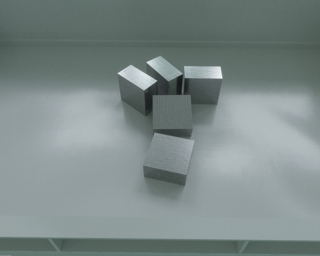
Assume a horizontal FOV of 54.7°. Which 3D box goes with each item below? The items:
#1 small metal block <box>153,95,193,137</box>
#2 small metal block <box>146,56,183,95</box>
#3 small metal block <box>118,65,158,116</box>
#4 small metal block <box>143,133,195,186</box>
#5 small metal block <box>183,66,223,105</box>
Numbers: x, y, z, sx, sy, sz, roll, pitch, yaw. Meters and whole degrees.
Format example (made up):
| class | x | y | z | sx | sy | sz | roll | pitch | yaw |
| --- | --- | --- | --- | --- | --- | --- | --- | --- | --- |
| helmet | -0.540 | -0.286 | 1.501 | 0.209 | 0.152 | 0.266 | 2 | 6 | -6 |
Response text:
| class | x | y | z | sx | sy | sz | roll | pitch | yaw |
| --- | --- | --- | --- | --- | --- | --- | --- | --- | --- |
| small metal block | 0.016 | -0.016 | 0.411 | 0.050 | 0.025 | 0.050 | -1 | 65 | -1 |
| small metal block | 0.006 | -0.067 | 0.445 | 0.025 | 0.050 | 0.050 | -30 | 56 | -23 |
| small metal block | -0.030 | -0.052 | 0.432 | 0.050 | 0.050 | 0.025 | 35 | 58 | 26 |
| small metal block | 0.011 | 0.037 | 0.374 | 0.050 | 0.025 | 0.050 | 11 | 51 | 9 |
| small metal block | 0.058 | -0.060 | 0.439 | 0.050 | 0.050 | 0.025 | 1 | 50 | 0 |
